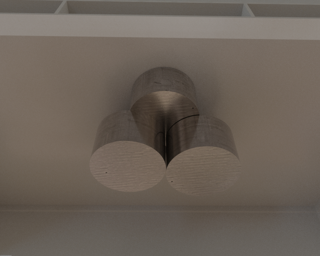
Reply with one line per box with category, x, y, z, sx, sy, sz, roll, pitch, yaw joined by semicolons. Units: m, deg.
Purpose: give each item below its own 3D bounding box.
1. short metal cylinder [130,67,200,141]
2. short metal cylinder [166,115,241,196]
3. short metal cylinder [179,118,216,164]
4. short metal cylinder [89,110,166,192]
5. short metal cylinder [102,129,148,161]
short metal cylinder;0.005;-0.025;0.370;0.081;0.050;0.079;0;130;0
short metal cylinder;0.047;0.032;0.351;0.081;0.050;0.079;0;130;0
short metal cylinder;0.042;0.030;0.416;0.081;0.050;0.079;0;130;0
short metal cylinder;-0.034;0.027;0.347;0.081;0.050;0.079;0;130;0
short metal cylinder;-0.040;0.026;0.412;0.081;0.050;0.079;0;130;0
